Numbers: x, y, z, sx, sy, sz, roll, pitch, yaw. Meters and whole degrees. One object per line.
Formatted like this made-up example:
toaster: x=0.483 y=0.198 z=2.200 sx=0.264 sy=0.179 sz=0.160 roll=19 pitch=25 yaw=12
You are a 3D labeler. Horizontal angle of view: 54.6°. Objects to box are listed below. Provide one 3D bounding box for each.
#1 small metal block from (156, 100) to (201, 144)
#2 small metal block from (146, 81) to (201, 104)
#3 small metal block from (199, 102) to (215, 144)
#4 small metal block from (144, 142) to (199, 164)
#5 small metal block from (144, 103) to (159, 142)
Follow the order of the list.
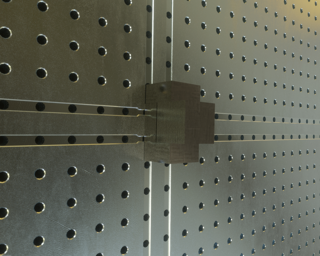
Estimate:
small metal block: x=0.022 y=-0.007 z=0.377 sx=0.025 sy=0.050 sz=0.050 roll=2 pitch=89 yaw=-40
small metal block: x=0.017 y=-0.044 z=0.405 sx=0.050 sy=0.050 sz=0.025 roll=2 pitch=89 yaw=-40
small metal block: x=0.042 y=-0.006 z=0.394 sx=0.025 sy=0.050 sz=0.050 roll=2 pitch=89 yaw=-39
small metal block: x=0.015 y=0.031 z=0.404 sx=0.050 sy=0.050 sz=0.025 roll=2 pitch=89 yaw=-40
small metal block: x=0.007 y=-0.006 z=0.414 sx=0.050 sy=0.025 sz=0.050 roll=2 pitch=89 yaw=-38
